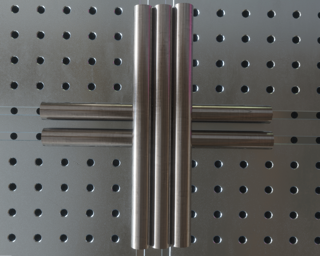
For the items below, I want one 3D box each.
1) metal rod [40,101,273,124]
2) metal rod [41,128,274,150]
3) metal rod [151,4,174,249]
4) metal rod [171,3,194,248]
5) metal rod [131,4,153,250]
[{"bbox_3d":[-0.004,-0.021,0.413,0.302,0.025,0.025,1,90,-1],"label":"metal rod"},{"bbox_3d":[-0.002,0.014,0.414,0.302,0.025,0.025,1,90,-1],"label":"metal rod"},{"bbox_3d":[0.003,-0.002,0.389,0.025,0.025,0.298,1,90,-1],"label":"metal rod"},{"bbox_3d":[0.028,-0.003,0.389,0.025,0.025,0.298,1,90,-1],"label":"metal rod"},{"bbox_3d":[-0.022,-0.001,0.388,0.025,0.025,0.298,1,90,-1],"label":"metal rod"}]
